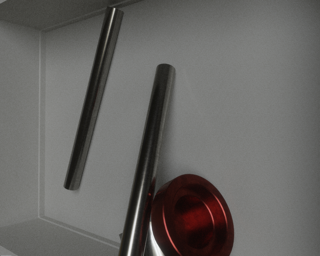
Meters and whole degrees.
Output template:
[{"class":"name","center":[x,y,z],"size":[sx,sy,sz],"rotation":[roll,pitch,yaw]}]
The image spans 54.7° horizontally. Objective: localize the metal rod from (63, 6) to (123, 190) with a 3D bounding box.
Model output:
[{"class":"metal rod","center":[-0.109,-0.038,0.493],"size":[0.025,0.025,0.298],"rotation":[27,107,36]}]

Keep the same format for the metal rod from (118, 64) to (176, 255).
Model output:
[{"class":"metal rod","center":[-0.016,0.058,0.338],"size":[0.025,0.025,0.299],"rotation":[-12,57,39]}]

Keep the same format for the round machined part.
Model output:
[{"class":"round machined part","center":[0.030,0.103,0.334],"size":[0.042,0.099,0.098],"rotation":[-37,67,42]}]

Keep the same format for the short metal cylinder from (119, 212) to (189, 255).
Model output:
[{"class":"short metal cylinder","center":[-0.003,0.138,0.372],"size":[0.080,0.081,0.050],"rotation":[-33,70,35]}]
